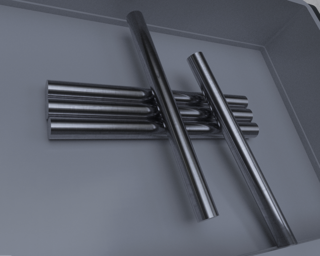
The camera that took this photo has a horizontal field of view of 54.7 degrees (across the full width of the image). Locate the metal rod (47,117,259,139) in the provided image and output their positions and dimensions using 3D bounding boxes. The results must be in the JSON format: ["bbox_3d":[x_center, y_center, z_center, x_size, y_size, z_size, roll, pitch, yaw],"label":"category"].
[{"bbox_3d":[0.012,0.002,0.411,0.303,0.025,0.025,1,62,-28],"label":"metal rod"}]

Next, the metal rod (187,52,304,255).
[{"bbox_3d":[0.110,0.031,0.421,0.025,0.025,0.299,-17,78,-35],"label":"metal rod"}]

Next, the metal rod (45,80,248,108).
[{"bbox_3d":[0.001,-0.042,0.432,0.303,0.025,0.025,1,62,-28],"label":"metal rod"}]

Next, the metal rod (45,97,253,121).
[{"bbox_3d":[0.006,-0.020,0.421,0.303,0.025,0.025,1,62,-28],"label":"metal rod"}]

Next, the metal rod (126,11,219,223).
[{"bbox_3d":[0.008,-0.031,0.396,0.025,0.025,0.299,-5,64,-31],"label":"metal rod"}]
